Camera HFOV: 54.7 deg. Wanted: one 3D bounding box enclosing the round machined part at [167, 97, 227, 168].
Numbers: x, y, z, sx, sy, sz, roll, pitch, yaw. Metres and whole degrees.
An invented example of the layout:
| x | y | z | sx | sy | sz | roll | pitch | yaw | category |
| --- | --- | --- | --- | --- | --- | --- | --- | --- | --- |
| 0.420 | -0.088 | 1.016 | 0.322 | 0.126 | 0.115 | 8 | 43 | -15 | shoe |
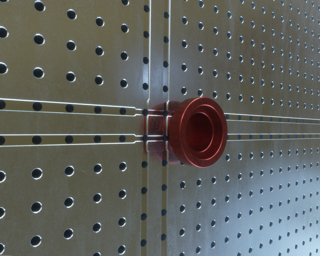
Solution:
| x | y | z | sx | sy | sz | roll | pitch | yaw | category |
| --- | --- | --- | --- | --- | --- | --- | --- | --- | --- |
| 0.049 | 0.006 | 0.442 | 0.099 | 0.042 | 0.097 | 0 | 90 | -40 | round machined part |
